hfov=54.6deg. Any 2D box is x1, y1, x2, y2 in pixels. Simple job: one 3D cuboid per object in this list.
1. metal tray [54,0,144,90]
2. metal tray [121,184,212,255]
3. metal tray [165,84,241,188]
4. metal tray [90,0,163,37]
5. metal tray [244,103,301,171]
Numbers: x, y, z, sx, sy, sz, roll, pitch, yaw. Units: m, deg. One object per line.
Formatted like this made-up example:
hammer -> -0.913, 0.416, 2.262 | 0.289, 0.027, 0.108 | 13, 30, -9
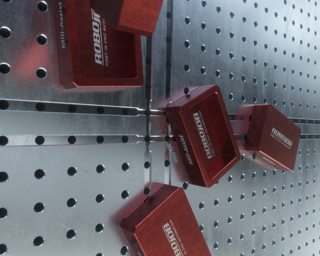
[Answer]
metal tray -> -0.067, -0.110, 0.348 | 0.091, 0.030, 0.129 | -7, 94, -40
metal tray -> 0.013, 0.154, 0.416 | 0.091, 0.030, 0.130 | -36, 112, -34
metal tray -> 0.068, 0.011, 0.461 | 0.091, 0.030, 0.129 | -33, 111, -35
metal tray -> -0.017, -0.147, 0.237 | 0.030, 0.090, 0.129 | 4, 118, -29
metal tray -> 0.216, 0.020, 0.585 | 0.131, 0.030, 0.090 | 28, 73, -37
